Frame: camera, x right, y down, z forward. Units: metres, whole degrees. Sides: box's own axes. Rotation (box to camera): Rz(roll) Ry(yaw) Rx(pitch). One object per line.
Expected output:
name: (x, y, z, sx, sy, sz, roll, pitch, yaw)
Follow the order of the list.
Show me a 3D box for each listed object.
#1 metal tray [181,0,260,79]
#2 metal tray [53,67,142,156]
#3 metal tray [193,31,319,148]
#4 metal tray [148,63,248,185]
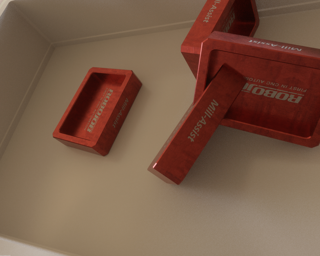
metal tray: (0.081, -0.119, 0.393, 0.030, 0.090, 0.130, 17, 71, 35)
metal tray: (-0.093, -0.029, 0.467, 0.090, 0.030, 0.130, 11, 67, 32)
metal tray: (0.103, -0.039, 0.310, 0.130, 0.089, 0.030, 15, 35, 15)
metal tray: (0.037, 0.000, 0.343, 0.030, 0.090, 0.130, 35, 79, 0)
